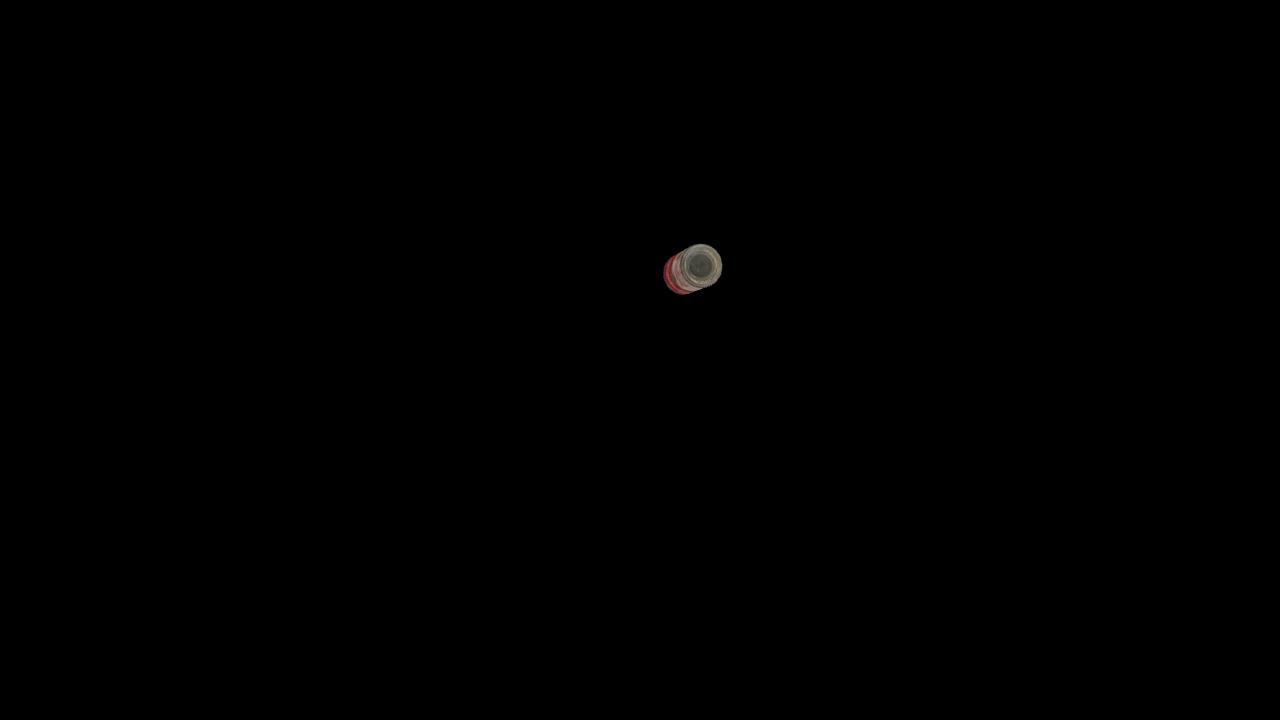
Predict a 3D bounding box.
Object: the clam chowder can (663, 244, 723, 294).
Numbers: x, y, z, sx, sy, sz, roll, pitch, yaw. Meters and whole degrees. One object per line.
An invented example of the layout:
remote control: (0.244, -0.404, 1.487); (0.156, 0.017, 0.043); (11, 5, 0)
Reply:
clam chowder can: (0.082, -0.140, 0.960); (0.068, 0.068, 0.102); (0, 0, -13)
